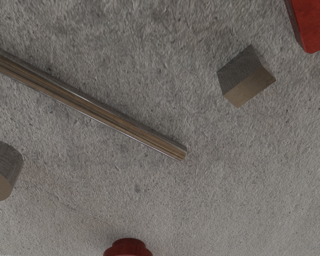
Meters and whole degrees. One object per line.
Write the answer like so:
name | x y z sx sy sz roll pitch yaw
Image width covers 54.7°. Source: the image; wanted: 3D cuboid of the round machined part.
round machined part | -0.063 0.253 0.611 0.099 0.042 0.097 0 130 0

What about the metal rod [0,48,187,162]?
metal rod | -0.092 -0.029 0.381 0.301 0.025 0.025 28 125 -22

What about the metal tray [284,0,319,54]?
metal tray | 0.160 -0.144 0.283 0.090 0.030 0.130 -24 127 19

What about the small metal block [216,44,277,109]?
small metal block | 0.093 -0.058 0.343 0.025 0.050 0.050 36 121 -26

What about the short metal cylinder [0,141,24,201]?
short metal cylinder | -0.244 0.061 0.440 0.081 0.050 0.079 0 130 0
